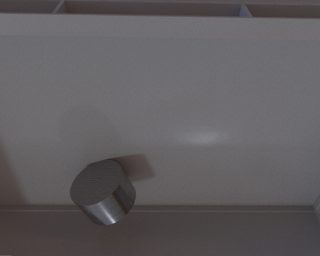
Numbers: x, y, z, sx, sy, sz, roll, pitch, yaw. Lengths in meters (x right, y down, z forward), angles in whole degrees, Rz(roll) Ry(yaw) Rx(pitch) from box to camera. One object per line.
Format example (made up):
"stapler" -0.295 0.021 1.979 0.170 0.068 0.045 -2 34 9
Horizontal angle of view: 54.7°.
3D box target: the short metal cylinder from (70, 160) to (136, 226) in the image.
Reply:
"short metal cylinder" -0.082 0.093 0.451 0.080 0.080 0.050 -15 129 12

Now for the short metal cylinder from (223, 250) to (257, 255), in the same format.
"short metal cylinder" 0.171 0.303 0.656 0.081 0.050 0.079 0 130 0

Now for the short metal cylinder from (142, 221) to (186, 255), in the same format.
"short metal cylinder" 0.007 0.219 0.582 0.081 0.050 0.079 0 130 0
